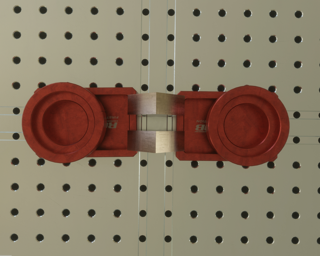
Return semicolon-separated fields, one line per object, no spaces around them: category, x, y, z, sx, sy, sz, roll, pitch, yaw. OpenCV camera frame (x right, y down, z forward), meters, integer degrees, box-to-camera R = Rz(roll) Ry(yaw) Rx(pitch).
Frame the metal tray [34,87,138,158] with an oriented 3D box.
metal tray;-0.095;-0.007;0.411;0.131;0.030;0.089;-1;92;0

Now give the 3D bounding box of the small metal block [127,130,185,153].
small metal block;-0.005;0.016;0.386;0.050;0.050;0.025;1;90;44

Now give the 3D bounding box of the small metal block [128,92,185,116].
small metal block;-0.005;-0.029;0.386;0.050;0.050;0.025;1;90;44

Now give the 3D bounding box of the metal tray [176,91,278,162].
metal tray;0.086;-0.002;0.412;0.131;0.030;0.089;1;90;0

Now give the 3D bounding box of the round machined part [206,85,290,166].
round machined part;0.107;-0.003;0.393;0.099;0.042;0.097;0;90;0

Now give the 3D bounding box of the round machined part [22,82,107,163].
round machined part;-0.116;-0.006;0.391;0.099;0.042;0.097;0;90;0
